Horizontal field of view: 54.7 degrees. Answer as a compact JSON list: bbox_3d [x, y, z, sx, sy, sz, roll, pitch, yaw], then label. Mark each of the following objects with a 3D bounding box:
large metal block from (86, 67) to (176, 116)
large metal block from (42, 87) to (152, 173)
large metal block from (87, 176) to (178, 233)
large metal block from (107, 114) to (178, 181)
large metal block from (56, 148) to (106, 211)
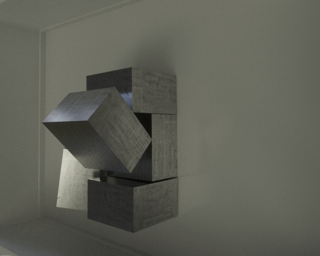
[{"bbox_3d":[-0.036,-0.042,0.395,0.080,0.081,0.050,-1,89,39],"label":"large metal block"},{"bbox_3d":[-0.070,0.004,0.351,0.080,0.080,0.050,-1,45,39],"label":"large metal block"},{"bbox_3d":[-0.034,0.089,0.394,0.080,0.081,0.050,1,91,39],"label":"large metal block"},{"bbox_3d":[-0.024,0.023,0.409,0.080,0.050,0.079,-1,90,39],"label":"large metal block"},{"bbox_3d":[-0.107,0.063,0.444,0.050,0.080,0.079,9,98,-4],"label":"large metal block"}]
